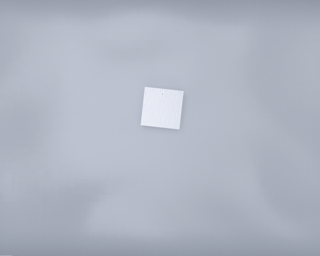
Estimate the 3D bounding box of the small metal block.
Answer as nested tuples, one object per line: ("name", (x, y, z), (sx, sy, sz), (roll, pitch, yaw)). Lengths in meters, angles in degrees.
("small metal block", (0.003, -0.026, 0.411), (0.050, 0.025, 0.050), (6, 90, 0))
